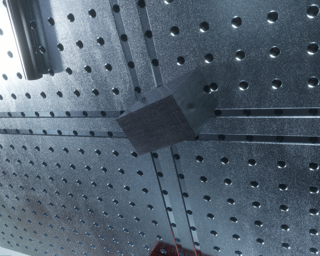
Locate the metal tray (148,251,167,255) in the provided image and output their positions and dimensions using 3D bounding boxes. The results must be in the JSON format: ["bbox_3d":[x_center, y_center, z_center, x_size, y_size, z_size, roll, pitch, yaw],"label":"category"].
[{"bbox_3d":[0.039,0.283,0.562,0.130,0.030,0.089,9,122,23],"label":"metal tray"}]

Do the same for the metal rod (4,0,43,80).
[{"bbox_3d":[-0.192,-0.203,0.386,0.025,0.025,0.298,12,124,21],"label":"metal rod"}]

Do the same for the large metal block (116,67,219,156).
[{"bbox_3d":[0.011,-0.019,0.358,0.080,0.080,0.050,-21,107,36],"label":"large metal block"}]
